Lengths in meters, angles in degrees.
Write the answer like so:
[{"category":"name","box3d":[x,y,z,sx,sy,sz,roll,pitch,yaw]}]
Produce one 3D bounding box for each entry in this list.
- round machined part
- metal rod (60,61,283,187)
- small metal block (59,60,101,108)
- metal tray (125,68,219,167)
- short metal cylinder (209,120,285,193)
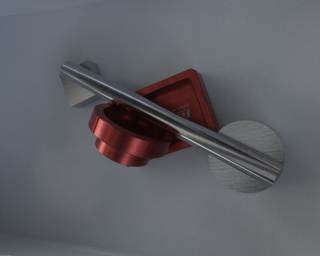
[{"category":"round machined part","box3d":[-0.038,0.011,0.369,0.098,0.098,0.042,29,107,17]},{"category":"metal rod","box3d":[-0.006,-0.016,0.367,0.300,0.025,0.025,28,99,24]},{"category":"small metal block","box3d":[-0.110,-0.062,0.446,0.050,0.025,0.050,-23,83,18]},{"category":"metal tray","box3d":[0.003,-0.011,0.404,0.130,0.030,0.090,-20,84,18]},{"category":"short metal cylinder","box3d":[0.101,0.031,0.360,0.080,0.050,0.079,0,90,19]}]
